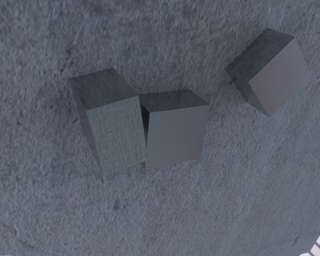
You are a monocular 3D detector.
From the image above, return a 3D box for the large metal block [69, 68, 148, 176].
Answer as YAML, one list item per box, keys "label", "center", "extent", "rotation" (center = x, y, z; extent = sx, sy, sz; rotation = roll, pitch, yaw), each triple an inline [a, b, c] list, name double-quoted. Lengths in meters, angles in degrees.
- label: "large metal block"
  center: [-0.056, -0.009, 0.336]
  extent: [0.050, 0.080, 0.079]
  rotation: [-19, 126, -18]

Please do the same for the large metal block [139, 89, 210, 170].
- label: "large metal block"
  center: [0.011, 0.000, 0.398]
  extent: [0.081, 0.050, 0.079]
  rotation: [-9, 122, -24]

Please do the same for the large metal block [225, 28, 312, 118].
- label: "large metal block"
  center: [0.151, -0.076, 0.429]
  extent: [0.080, 0.050, 0.080]
  rotation: [-44, 130, 2]
